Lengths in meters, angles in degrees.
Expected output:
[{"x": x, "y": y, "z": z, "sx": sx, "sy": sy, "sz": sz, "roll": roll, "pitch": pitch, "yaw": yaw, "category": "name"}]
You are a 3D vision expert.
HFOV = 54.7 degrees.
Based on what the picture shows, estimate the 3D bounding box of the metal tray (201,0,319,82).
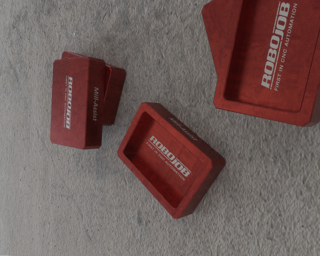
[{"x": 0.111, "y": -0.108, "z": 0.310, "sx": 0.130, "sy": 0.030, "sz": 0.090, "roll": -19, "pitch": 78, "yaw": 38, "category": "metal tray"}]

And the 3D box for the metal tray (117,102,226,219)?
[{"x": 0.008, "y": 0.037, "z": 0.395, "sx": 0.130, "sy": 0.030, "sz": 0.089, "roll": 42, "pitch": 116, "yaw": 31, "category": "metal tray"}]

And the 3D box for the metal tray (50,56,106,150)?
[{"x": -0.125, "y": -0.038, "z": 0.465, "sx": 0.090, "sy": 0.030, "sz": 0.129, "roll": 6, "pitch": 94, "yaw": 39, "category": "metal tray"}]

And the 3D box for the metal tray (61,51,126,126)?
[{"x": -0.117, "y": -0.066, "z": 0.498, "sx": 0.130, "sy": 0.030, "sz": 0.089, "roll": 25, "pitch": 106, "yaw": 37, "category": "metal tray"}]

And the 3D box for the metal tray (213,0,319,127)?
[{"x": 0.104, "y": -0.073, "z": 0.275, "sx": 0.090, "sy": 0.030, "sz": 0.129, "roll": 17, "pitch": 101, "yaw": 38, "category": "metal tray"}]
